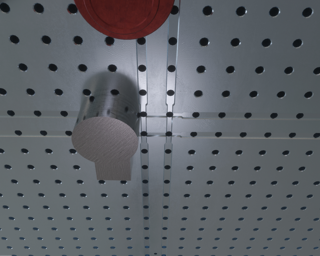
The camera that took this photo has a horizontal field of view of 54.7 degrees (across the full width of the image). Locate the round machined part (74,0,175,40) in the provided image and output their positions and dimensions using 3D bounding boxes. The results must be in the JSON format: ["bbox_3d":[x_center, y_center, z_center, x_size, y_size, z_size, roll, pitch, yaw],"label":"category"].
[{"bbox_3d":[-0.034,-0.128,0.291,0.099,0.042,0.097,0,130,0],"label":"round machined part"}]

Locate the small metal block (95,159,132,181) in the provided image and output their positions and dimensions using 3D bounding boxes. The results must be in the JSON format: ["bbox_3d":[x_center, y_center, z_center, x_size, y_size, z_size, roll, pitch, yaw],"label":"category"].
[{"bbox_3d":[-0.067,0.051,0.454,0.050,0.025,0.050,2,130,-2],"label":"small metal block"}]

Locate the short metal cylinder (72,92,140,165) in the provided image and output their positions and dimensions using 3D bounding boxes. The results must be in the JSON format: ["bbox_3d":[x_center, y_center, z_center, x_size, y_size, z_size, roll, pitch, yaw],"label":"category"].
[{"bbox_3d":[-0.067,0.001,0.395,0.081,0.050,0.079,0,130,0],"label":"short metal cylinder"}]
